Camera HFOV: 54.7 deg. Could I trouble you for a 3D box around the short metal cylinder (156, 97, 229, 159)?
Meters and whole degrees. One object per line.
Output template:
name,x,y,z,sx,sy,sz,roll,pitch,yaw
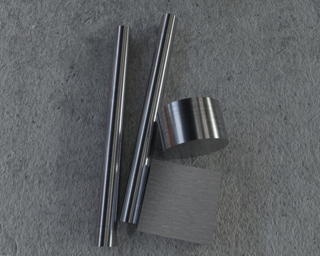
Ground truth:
short metal cylinder,0.039,0.002,0.378,0.081,0.080,0.050,-8,70,-3

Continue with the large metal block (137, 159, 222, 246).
large metal block,0.023,0.088,0.363,0.080,0.050,0.080,11,70,4

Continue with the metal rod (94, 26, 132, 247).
metal rod,-0.059,-0.004,0.408,0.025,0.025,0.299,2,70,0

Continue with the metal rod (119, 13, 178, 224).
metal rod,-0.011,-0.026,0.417,0.025,0.025,0.299,9,70,3
